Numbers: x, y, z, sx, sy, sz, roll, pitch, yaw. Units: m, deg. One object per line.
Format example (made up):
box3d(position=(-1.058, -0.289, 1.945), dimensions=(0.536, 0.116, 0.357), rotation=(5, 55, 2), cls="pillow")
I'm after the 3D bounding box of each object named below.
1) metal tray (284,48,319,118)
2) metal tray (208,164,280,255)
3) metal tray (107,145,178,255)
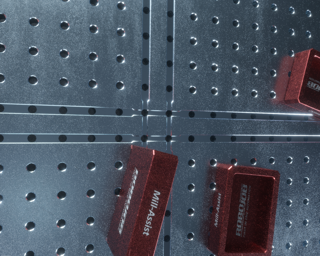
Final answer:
box3d(position=(0.274, -0.064, 0.510), dimensions=(0.131, 0.030, 0.090), rotation=(18, 84, -19), cls="metal tray")
box3d(position=(0.124, 0.122, 0.455), dimensions=(0.091, 0.030, 0.129), rotation=(8, 87, -20), cls="metal tray")
box3d(position=(-0.024, 0.089, 0.369), dimensions=(0.030, 0.090, 0.129), rotation=(17, 84, -19), cls="metal tray")
